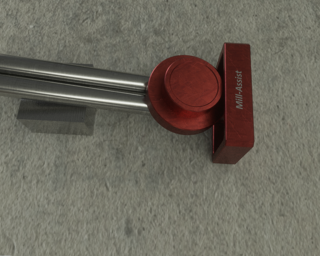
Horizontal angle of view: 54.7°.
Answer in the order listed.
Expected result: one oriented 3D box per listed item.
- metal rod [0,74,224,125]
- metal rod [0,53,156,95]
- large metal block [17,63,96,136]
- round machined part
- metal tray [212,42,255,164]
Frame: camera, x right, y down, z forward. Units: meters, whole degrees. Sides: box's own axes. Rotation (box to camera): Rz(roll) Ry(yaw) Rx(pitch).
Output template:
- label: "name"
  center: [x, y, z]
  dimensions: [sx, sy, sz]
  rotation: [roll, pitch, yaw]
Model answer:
- label: "metal rod"
  center: [-0.066, -0.034, 0.373]
  dimensions: [0.302, 0.025, 0.025]
  rotation: [7, 70, -11]
- label: "metal rod"
  center: [-0.064, -0.060, 0.382]
  dimensions: [0.302, 0.025, 0.025]
  rotation: [7, 70, -12]
- label: "large metal block"
  center: [-0.128, -0.038, 0.404]
  dimensions: [0.081, 0.050, 0.080]
  rotation: [3, 70, 1]
- label: "round machined part"
  center: [0.035, -0.044, 0.365]
  dimensions: [0.099, 0.042, 0.098]
  rotation: [3, 72, -11]
- label: "metal tray"
  center: [0.087, -0.028, 0.385]
  dimensions: [0.030, 0.090, 0.130]
  rotation: [3, 70, 1]
